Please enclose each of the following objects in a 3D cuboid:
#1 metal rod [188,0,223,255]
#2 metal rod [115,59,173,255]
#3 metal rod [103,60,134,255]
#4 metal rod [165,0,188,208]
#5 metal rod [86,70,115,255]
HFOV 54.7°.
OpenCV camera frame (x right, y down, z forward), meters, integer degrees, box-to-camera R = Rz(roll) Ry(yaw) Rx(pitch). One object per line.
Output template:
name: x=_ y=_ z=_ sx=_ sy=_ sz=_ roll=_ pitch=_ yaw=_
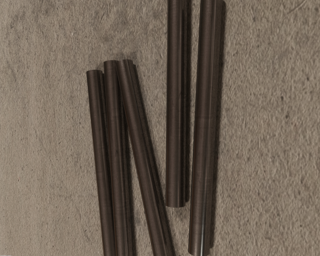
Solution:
metal rod: x=0.052 y=-0.003 z=0.360 sx=0.025 sy=0.025 sz=0.298 roll=4 pitch=93 yaw=39
metal rod: x=-0.020 y=0.050 z=0.419 sx=0.025 sy=0.025 sz=0.299 roll=-20 pitch=78 yaw=38
metal rod: x=-0.060 y=0.051 z=0.452 sx=0.025 sy=0.025 sz=0.298 roll=-7 pitch=86 yaw=39
metal rod: x=0.021 y=-0.053 z=0.385 sx=0.025 sy=0.025 sz=0.298 roll=1 pitch=91 yaw=39
metal rod: x=-0.086 y=0.059 z=0.473 sx=0.025 sy=0.025 sz=0.298 roll=-11 pitch=83 yaw=39
